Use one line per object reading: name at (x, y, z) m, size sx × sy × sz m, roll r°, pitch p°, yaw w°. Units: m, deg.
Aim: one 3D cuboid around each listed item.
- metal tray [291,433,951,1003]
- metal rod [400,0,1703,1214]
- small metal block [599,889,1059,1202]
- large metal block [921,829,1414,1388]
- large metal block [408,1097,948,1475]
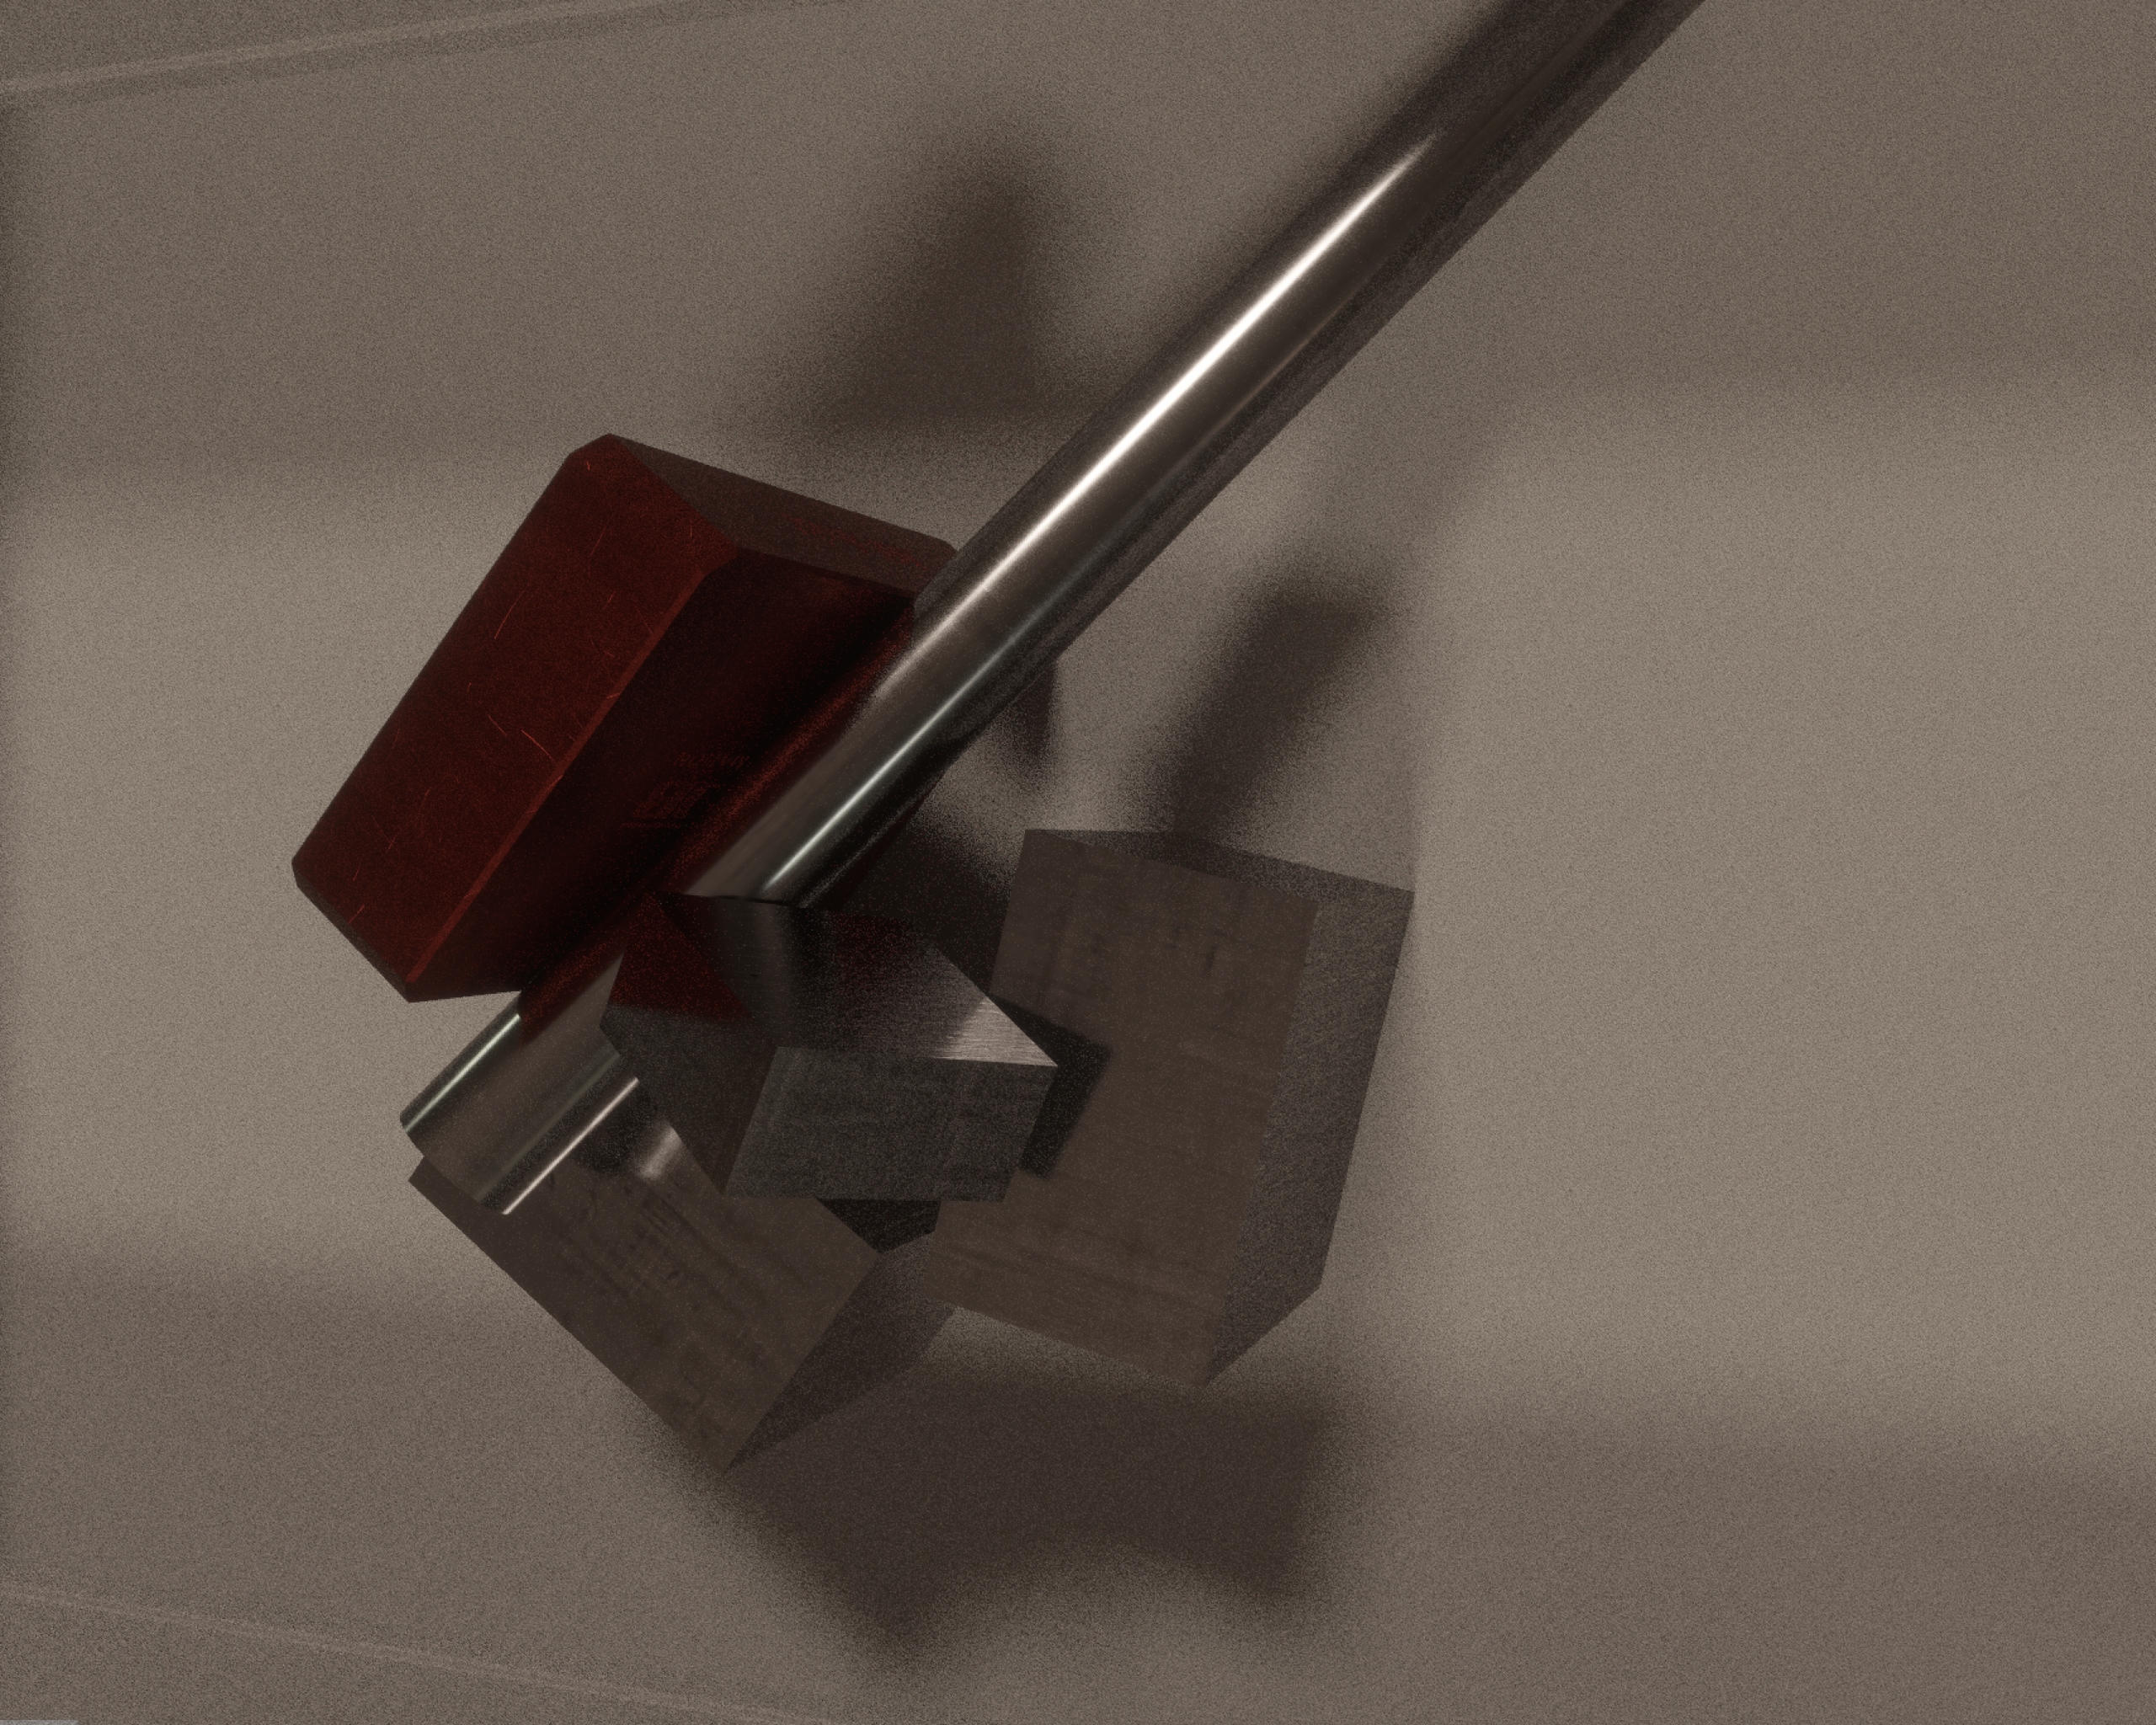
metal tray at (-0.066, -0.022, 0.375) m, size 0.030 × 0.130 × 0.090 m, roll 42°, pitch 104°, yaw 16°
metal rod at (0.000, -0.057, 0.360) m, size 0.025 × 0.025 × 0.300 m, roll 43°, pitch 86°, yaw 14°
small metal block at (-0.040, 0.029, 0.330) m, size 0.050 × 0.050 × 0.025 m, roll 40°, pitch 114°, yaw 47°
large metal block at (0.019, 0.039, 0.373) m, size 0.050 × 0.080 × 0.079 m, roll 14°, pitch 95°, yaw 19°
large metal block at (-0.064, 0.062, 0.403) m, size 0.080 × 0.080 × 0.050 m, roll 38°, pitch 102°, yaw 15°
